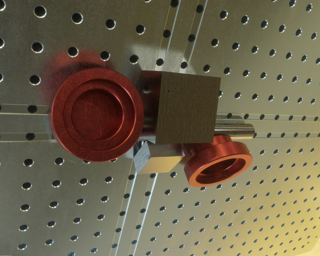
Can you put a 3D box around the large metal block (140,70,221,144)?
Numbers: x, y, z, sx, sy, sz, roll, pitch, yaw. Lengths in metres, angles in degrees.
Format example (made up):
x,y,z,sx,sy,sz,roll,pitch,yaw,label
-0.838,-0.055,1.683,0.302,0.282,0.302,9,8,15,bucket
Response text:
x,y,z,sx,sy,sz,roll,pitch,yaw,label
0.022,-0.026,0.376,0.081,0.050,0.079,1,100,-29,large metal block

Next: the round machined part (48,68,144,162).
x,y,z,sx,sy,sz,roll,pitch,yaw,label
-0.070,-0.014,0.337,0.099,0.042,0.097,-2,93,-29,round machined part

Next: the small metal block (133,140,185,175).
x,y,z,sx,sy,sz,roll,pitch,yaw,label
-0.002,0.040,0.422,0.050,0.025,0.050,1,147,-29,small metal block

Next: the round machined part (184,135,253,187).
x,y,z,sx,sy,sz,roll,pitch,yaw,label
0.082,0.046,0.458,0.099,0.042,0.098,-14,148,-9,round machined part

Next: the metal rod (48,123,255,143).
x,y,z,sx,sy,sz,roll,pitch,yaw,label
0.009,0.005,0.420,0.303,0.025,0.025,0,118,-29,metal rod
